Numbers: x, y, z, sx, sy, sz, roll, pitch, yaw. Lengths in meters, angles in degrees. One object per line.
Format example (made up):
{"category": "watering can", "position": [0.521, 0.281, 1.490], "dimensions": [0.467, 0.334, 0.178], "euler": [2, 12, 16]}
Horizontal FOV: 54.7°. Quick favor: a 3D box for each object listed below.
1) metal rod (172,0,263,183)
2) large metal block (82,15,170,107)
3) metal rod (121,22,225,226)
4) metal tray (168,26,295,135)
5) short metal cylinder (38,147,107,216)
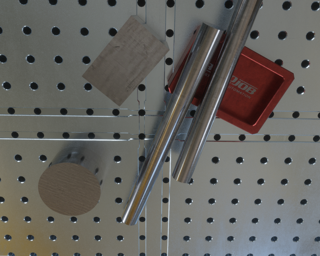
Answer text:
{"category": "metal rod", "position": [0.073, -0.068, 0.356], "dimensions": [0.025, 0.025, 0.298], "euler": [17, 109, -7]}
{"category": "large metal block", "position": [-0.036, -0.080, 0.354], "dimensions": [0.050, 0.080, 0.080], "euler": [40, 105, -14]}
{"category": "metal rod", "position": [0.005, 0.014, 0.395], "dimensions": [0.025, 0.025, 0.298], "euler": [19, 118, -7]}
{"category": "metal tray", "position": [0.087, -0.059, 0.390], "dimensions": [0.131, 0.030, 0.089], "euler": [26, 108, -10]}
{"category": "short metal cylinder", "position": [-0.117, 0.072, 0.425], "dimensions": [0.081, 0.050, 0.079], "euler": [0, 110, -1]}
